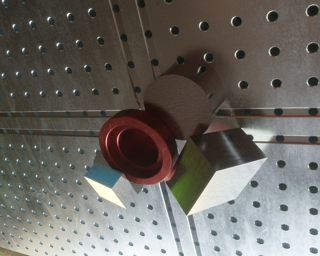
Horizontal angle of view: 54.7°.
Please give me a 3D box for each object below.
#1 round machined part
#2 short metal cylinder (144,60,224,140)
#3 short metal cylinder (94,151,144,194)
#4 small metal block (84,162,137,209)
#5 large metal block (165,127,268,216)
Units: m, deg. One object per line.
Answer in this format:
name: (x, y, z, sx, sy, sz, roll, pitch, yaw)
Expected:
round machined part: (-0.023, 0.020, 0.386, 0.098, 0.042, 0.097, 13, 124, 21)
short metal cylinder: (0.029, -0.033, 0.360, 0.080, 0.050, 0.079, 13, 124, 21)
short metal cylinder: (-0.049, 0.053, 0.453, 0.080, 0.050, 0.079, 13, 124, 21)
small metal block: (-0.065, 0.076, 0.412, 0.050, 0.025, 0.050, 15, 145, 34)
large metal block: (0.064, 0.050, 0.364, 0.050, 0.081, 0.079, 55, 138, 34)
